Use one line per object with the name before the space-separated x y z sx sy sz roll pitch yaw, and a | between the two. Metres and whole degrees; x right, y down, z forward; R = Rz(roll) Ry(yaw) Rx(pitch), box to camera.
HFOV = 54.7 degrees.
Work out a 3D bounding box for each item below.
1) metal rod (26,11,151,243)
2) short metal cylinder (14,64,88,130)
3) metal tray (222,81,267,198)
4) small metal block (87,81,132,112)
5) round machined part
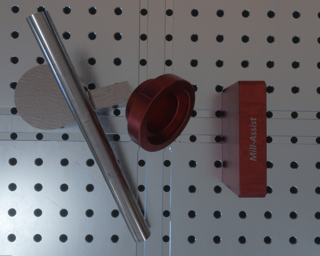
metal rod | -0.078 0.012 0.374 0.025 0.025 0.299 -22 106 0
short metal cylinder | -0.136 -0.037 0.399 0.081 0.050 0.079 0 90 -1
metal tray | 0.101 0.012 0.382 0.030 0.090 0.129 0 90 0
small metal block | -0.061 -0.039 0.400 0.050 0.050 0.025 -15 90 0
round machined part | -0.004 -0.022 0.385 0.042 0.098 0.098 33 90 31
